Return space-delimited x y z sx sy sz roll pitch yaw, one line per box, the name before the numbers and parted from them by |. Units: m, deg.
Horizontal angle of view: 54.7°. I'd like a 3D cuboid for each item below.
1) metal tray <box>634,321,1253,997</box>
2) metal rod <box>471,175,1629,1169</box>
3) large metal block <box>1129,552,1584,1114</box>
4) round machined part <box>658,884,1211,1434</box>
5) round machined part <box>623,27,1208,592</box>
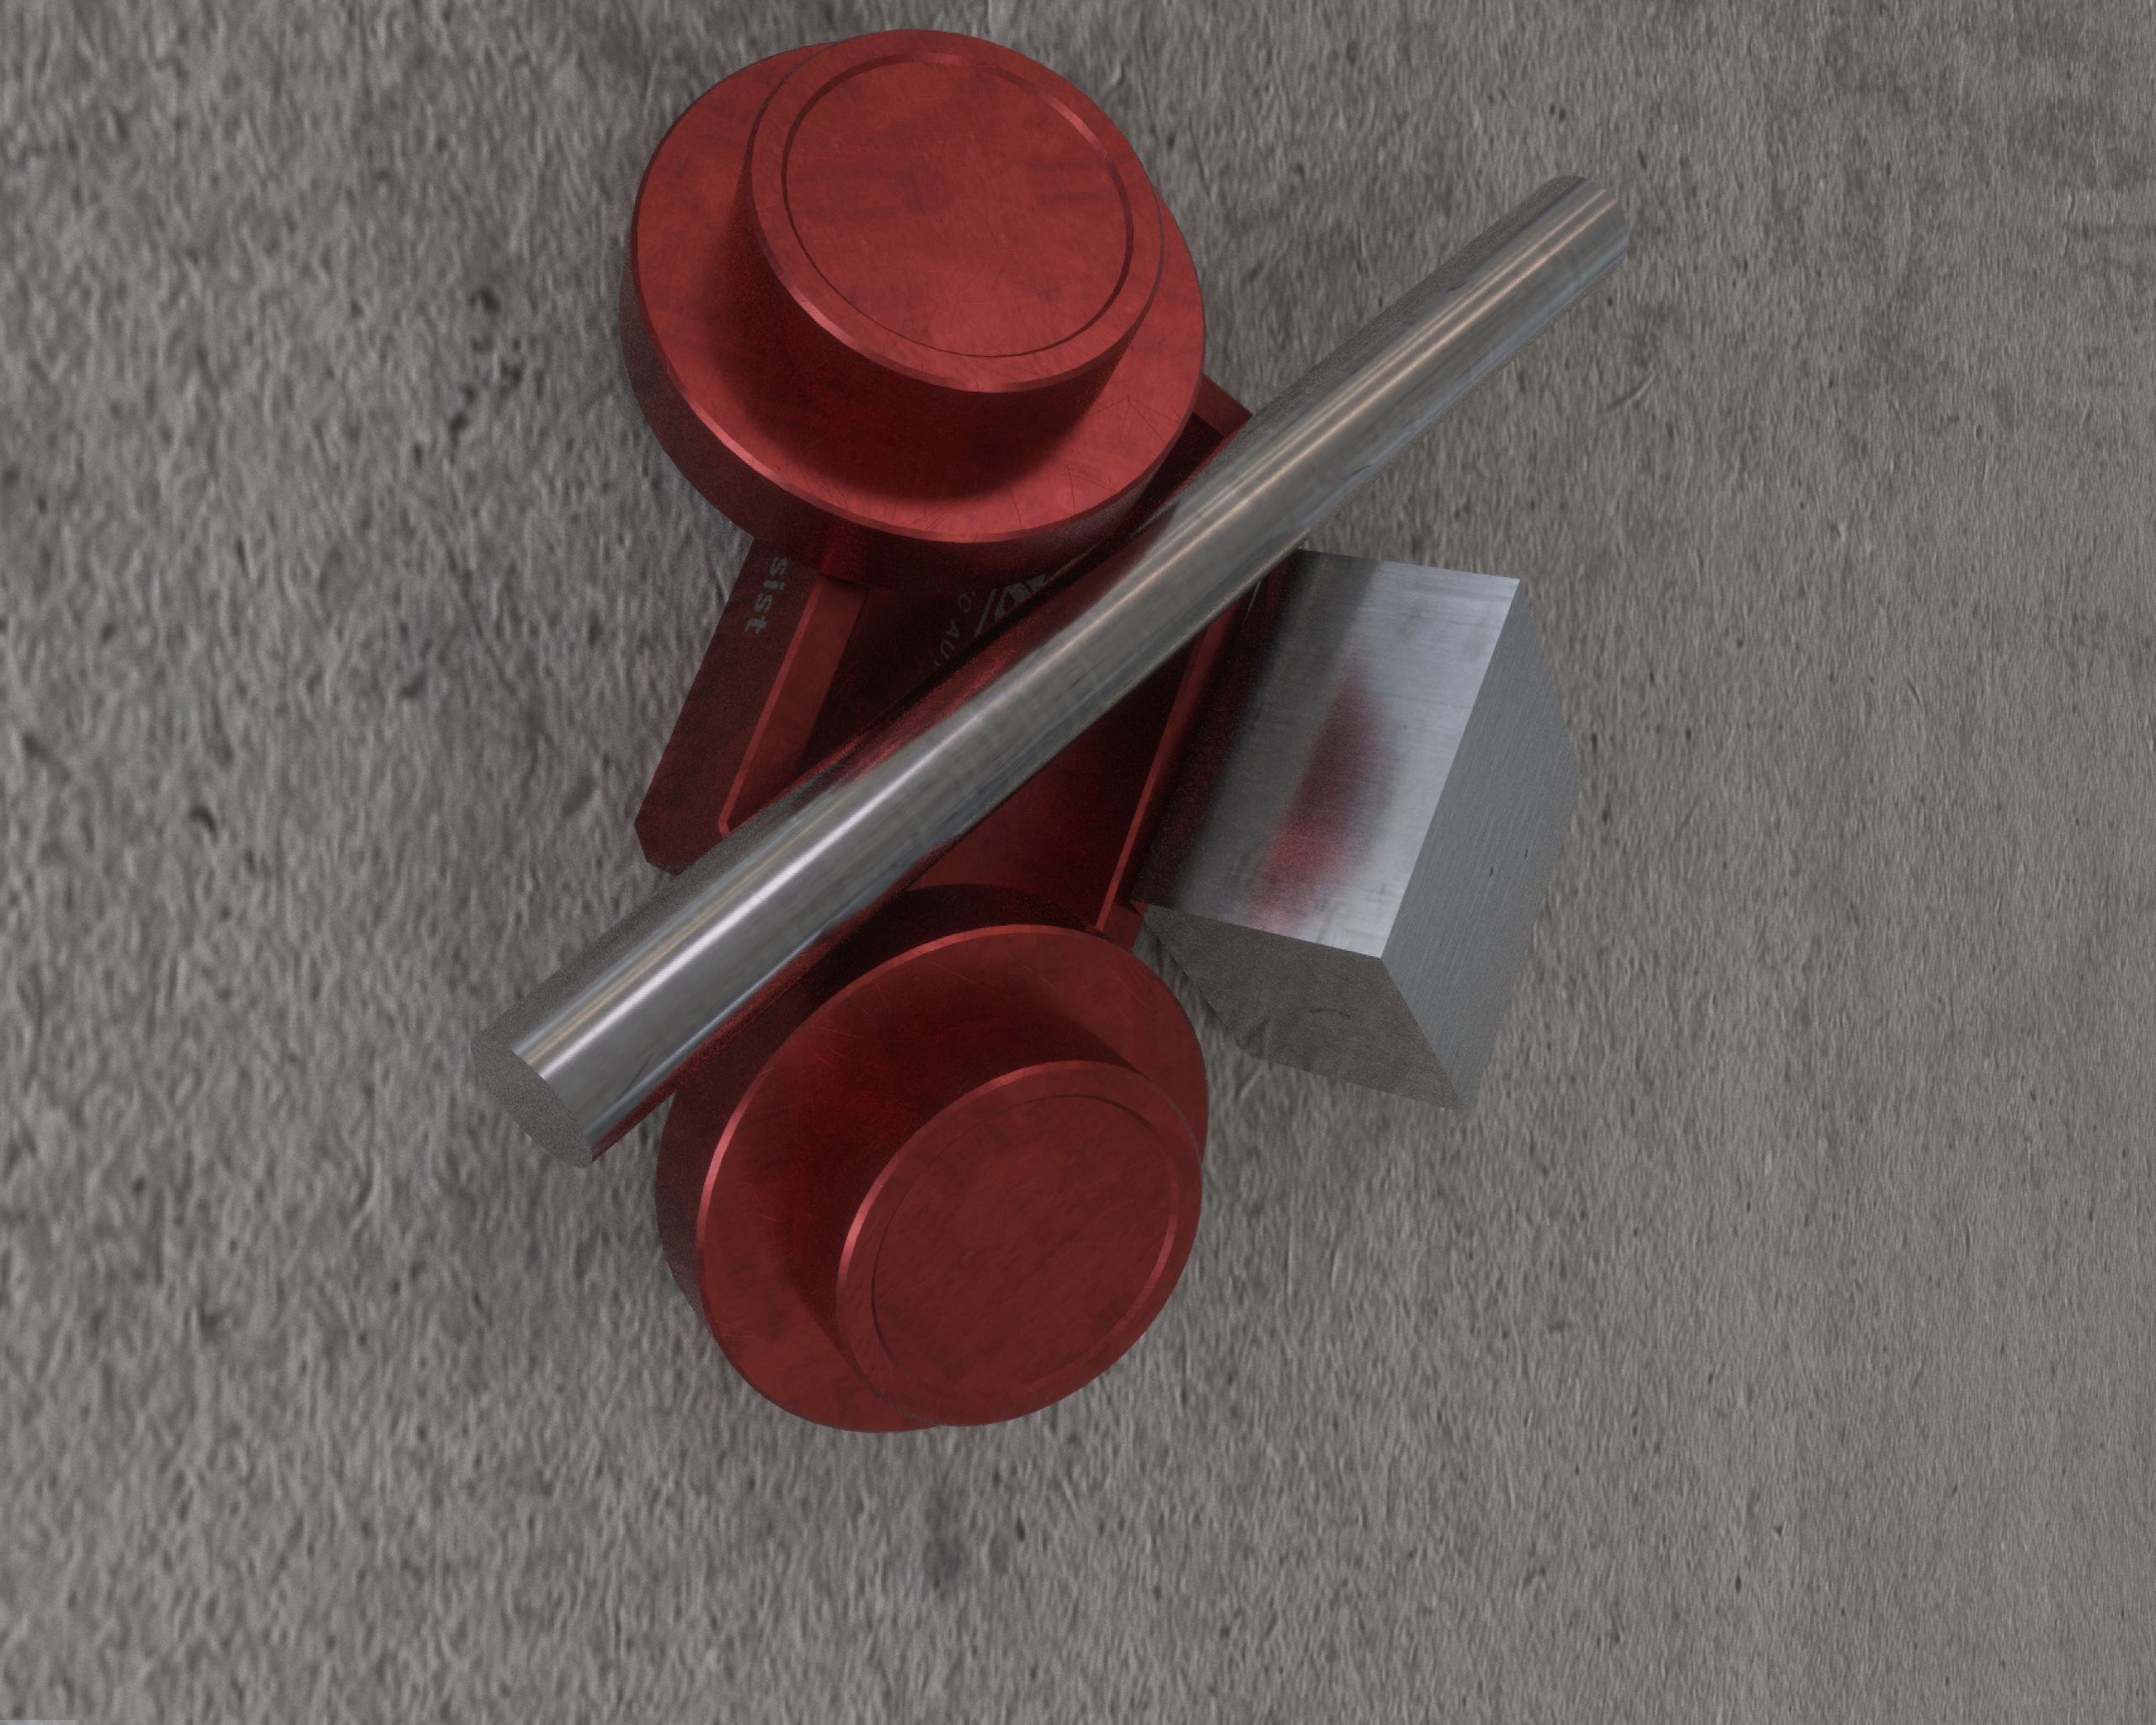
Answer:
metal tray | -0.016 -0.042 0.389 0.090 0.030 0.130 31 71 -36
metal rod | 0.015 -0.052 0.380 0.302 0.025 0.025 -43 116 -32
large metal block | 0.060 -0.005 0.421 0.080 0.050 0.080 -67 151 -19
round machined part | -0.018 0.056 0.358 0.099 0.042 0.097 -13 117 -27
round machined part | -0.024 -0.098 0.348 0.099 0.042 0.098 6 69 -16
